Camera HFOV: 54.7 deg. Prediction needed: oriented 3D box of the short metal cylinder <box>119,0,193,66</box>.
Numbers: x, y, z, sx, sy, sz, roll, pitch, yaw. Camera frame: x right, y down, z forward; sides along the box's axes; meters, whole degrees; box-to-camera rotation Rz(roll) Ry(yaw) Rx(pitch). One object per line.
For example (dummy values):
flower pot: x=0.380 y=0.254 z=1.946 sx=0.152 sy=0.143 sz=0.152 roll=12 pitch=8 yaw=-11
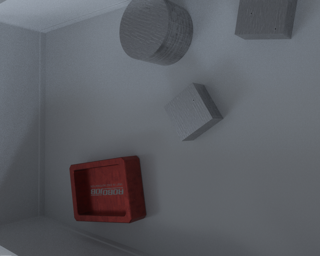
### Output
short metal cylinder: x=-0.005 y=-0.123 z=0.393 sx=0.080 sy=0.050 sz=0.079 roll=0 pitch=90 yaw=39

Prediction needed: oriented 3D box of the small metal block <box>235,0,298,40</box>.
small metal block: x=0.109 y=-0.118 z=0.316 sx=0.050 sy=0.025 sz=0.050 roll=12 pitch=98 yaw=39

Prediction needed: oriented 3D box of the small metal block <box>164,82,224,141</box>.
small metal block: x=0.039 y=-0.019 z=0.373 sx=0.050 sy=0.025 sz=0.050 roll=-39 pitch=66 yaw=32

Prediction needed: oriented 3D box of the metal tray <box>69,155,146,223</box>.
metal tray: x=-0.083 y=0.094 z=0.469 sx=0.130 sy=0.030 sz=0.089 roll=-12 pitch=82 yaw=39

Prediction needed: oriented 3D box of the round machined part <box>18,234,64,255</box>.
round machined part: x=-0.210 y=0.236 z=0.559 sx=0.098 sy=0.042 sz=0.097 roll=11 pitch=110 yaw=34
